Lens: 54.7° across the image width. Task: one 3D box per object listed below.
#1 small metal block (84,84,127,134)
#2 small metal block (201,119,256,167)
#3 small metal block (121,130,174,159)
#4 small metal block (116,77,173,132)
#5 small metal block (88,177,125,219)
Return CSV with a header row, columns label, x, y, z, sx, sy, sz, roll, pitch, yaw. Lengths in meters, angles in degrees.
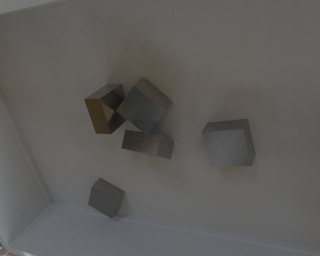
label,x,y,z,sx,sy,sz,roll,pitch,yaw
small metal block,-0.068,-0.026,0.412,0.025,0.050,0.050,1,119,28
small metal block,0.084,0.019,0.376,0.050,0.025,0.050,-5,116,30
small metal block,-0.015,0.023,0.412,0.050,0.050,0.025,8,81,24
small metal block,-0.020,-0.028,0.400,0.050,0.025,0.050,38,129,-4
small metal block,-0.092,0.121,0.532,0.050,0.025,0.050,28,128,10
